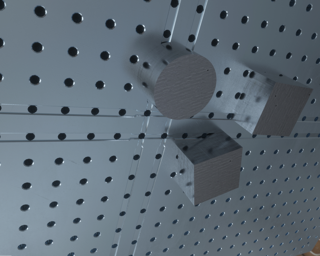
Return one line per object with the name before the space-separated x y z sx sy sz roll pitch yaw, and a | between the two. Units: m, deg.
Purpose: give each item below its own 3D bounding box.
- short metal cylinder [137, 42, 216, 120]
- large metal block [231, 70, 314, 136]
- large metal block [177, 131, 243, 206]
short metal cylinder | 0.019 -0.056 0.370 0.081 0.050 0.079 -14 124 -21
large metal block | 0.166 -0.036 0.463 0.081 0.050 0.079 4 117 -30
large metal block | 0.075 0.060 0.473 0.081 0.050 0.079 -17 125 -19
